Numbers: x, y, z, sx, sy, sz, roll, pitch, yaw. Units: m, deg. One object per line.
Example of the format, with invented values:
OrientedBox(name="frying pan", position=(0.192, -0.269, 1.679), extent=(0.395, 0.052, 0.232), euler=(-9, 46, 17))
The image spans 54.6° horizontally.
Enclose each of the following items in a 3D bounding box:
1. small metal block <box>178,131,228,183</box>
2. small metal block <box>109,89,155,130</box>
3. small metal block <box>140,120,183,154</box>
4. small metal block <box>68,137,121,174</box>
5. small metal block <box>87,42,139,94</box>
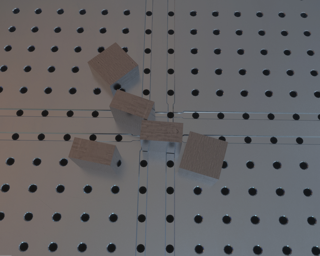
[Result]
OrientedBox(name="small metal block", position=(0.055, 0.037, 0.398), extent=(0.050, 0.025, 0.050), euler=(16, 71, 6))
OrientedBox(name="small metal block", position=(-0.034, -0.021, 0.406), extent=(0.050, 0.050, 0.025), euler=(19, 71, 7))
OrientedBox(name="small metal block", position=(0.002, 0.012, 0.394), extent=(0.050, 0.050, 0.025), euler=(4, 70, 2))
OrientedBox(name="small metal block", position=(-0.079, 0.035, 0.385), extent=(0.050, 0.050, 0.025), euler=(11, 71, 4))
OrientedBox(name="small metal block", position=(-0.066, -0.086, 0.443), extent=(0.050, 0.025, 0.050), euler=(-40, 75, -13))
